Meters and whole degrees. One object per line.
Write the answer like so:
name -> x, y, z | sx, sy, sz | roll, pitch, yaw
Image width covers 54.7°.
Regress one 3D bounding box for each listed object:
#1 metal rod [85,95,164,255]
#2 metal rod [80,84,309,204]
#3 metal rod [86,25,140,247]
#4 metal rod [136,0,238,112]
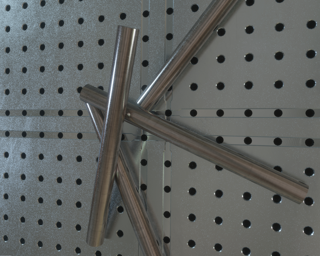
metal rod -> -0.043, 0.089, 0.426 | 0.025, 0.025, 0.299 | -25, 82, 18
metal rod -> 0.032, 0.014, 0.388 | 0.301, 0.025, 0.025 | 25, 98, 13
metal rod -> -0.064, 0.024, 0.398 | 0.025, 0.025, 0.298 | 18, 110, 18
metal rod -> 0.069, -0.144, 0.387 | 0.025, 0.025, 0.299 | 42, 103, 15
